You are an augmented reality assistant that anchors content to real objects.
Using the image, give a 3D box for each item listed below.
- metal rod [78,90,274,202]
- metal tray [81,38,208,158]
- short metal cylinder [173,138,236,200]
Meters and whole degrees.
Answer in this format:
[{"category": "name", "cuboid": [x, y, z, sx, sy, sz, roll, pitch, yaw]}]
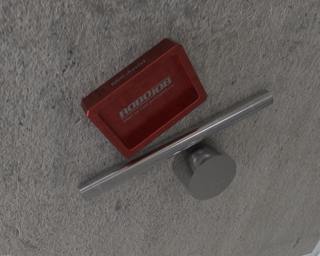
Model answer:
[{"category": "metal rod", "cuboid": [0.031, 0.019, 0.435, 0.302, 0.025, 0.025, -27, 128, -12]}, {"category": "metal tray", "cuboid": [-0.015, -0.034, 0.374, 0.130, 0.030, 0.090, -37, 129, -3]}, {"category": "short metal cylinder", "cuboid": [0.066, 0.061, 0.465, 0.081, 0.050, 0.079, -14, 124, -21]}]
